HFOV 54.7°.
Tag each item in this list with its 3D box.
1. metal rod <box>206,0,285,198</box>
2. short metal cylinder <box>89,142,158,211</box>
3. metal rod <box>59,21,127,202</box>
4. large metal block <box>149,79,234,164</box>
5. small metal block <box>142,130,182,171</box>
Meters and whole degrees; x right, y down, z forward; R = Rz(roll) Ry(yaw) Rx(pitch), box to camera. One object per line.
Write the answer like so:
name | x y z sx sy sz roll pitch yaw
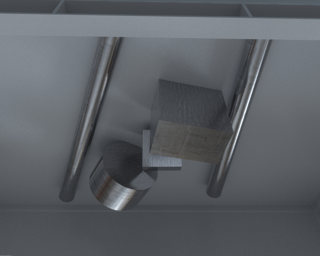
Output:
metal rod | 0.098 -0.011 0.401 0.025 0.025 0.298 3 130 -3
short metal cylinder | -0.050 0.066 0.429 0.080 0.080 0.050 22 127 -18
metal rod | -0.098 0.003 0.409 0.025 0.025 0.298 16 128 -13
large metal block | 0.033 -0.009 0.366 0.081 0.080 0.050 9 129 -9
small metal block | 0.003 0.030 0.415 0.050 0.050 0.025 0 160 -1
